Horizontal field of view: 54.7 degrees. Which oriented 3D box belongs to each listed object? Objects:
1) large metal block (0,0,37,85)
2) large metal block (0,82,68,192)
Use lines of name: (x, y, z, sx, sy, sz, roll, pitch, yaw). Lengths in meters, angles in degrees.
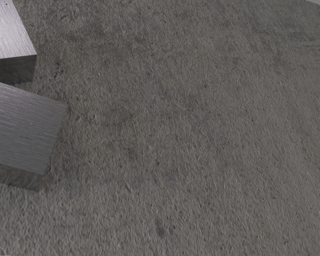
large metal block: (-0.193, -0.091, 0.339, 0.081, 0.050, 0.080, -18, 71, -35)
large metal block: (-0.146, 0.008, 0.304, 0.081, 0.050, 0.080, 19, 54, -17)
